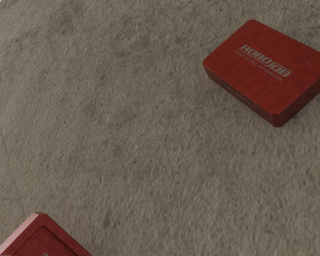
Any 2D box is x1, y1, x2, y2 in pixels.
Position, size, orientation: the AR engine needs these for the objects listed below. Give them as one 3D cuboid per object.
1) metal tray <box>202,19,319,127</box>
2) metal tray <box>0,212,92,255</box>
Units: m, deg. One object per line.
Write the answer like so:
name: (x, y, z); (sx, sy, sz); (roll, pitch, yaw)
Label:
metal tray: (0.127, -0.072, 0.378); (0.090, 0.030, 0.130); (-42, 51, -1)
metal tray: (-0.137, 0.162, 0.307); (0.130, 0.090, 0.030); (-49, 18, -30)
